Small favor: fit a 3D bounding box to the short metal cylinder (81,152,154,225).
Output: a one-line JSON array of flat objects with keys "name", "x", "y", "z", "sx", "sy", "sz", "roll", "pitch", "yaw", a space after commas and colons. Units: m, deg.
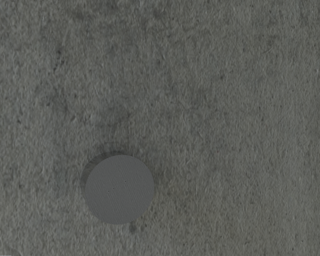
[{"name": "short metal cylinder", "x": -0.053, "y": 0.070, "z": 0.377, "sx": 0.081, "sy": 0.050, "sz": 0.079, "roll": 0, "pitch": 90, "yaw": -21}]
